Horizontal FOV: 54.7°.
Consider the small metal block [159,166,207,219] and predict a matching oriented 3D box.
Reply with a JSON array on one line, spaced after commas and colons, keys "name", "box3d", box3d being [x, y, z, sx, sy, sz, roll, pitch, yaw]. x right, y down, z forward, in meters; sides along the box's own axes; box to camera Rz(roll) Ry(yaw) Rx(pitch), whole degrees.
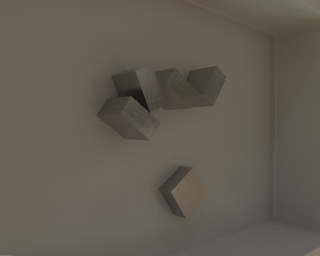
[{"name": "small metal block", "box3d": [0.033, 0.089, 0.434, 0.050, 0.025, 0.050, -42, 116, -32]}]

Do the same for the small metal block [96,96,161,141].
[{"name": "small metal block", "box3d": [-0.037, -0.010, 0.359, 0.050, 0.050, 0.025, 42, 65, -32]}]

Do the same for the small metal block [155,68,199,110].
[{"name": "small metal block", "box3d": [0.013, -0.049, 0.401, 0.050, 0.050, 0.025, 41, 65, -33]}]

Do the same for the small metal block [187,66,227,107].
[{"name": "small metal block", "box3d": [0.059, -0.058, 0.439, 0.025, 0.050, 0.050, 41, 65, -33]}]

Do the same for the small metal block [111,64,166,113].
[{"name": "small metal block", "box3d": [-0.026, -0.045, 0.368, 0.025, 0.050, 0.050, -31, 110, -36]}]
